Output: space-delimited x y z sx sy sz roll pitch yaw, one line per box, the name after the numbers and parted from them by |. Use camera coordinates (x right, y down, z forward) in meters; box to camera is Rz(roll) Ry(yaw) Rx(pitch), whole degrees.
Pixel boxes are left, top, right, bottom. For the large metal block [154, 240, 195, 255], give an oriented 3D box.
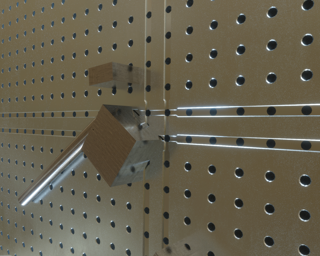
0.020 0.201 0.375 0.080 0.050 0.079 41 115 32 | large metal block

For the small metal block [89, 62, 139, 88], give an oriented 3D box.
-0.066 -0.074 0.445 0.050 0.050 0.025 -4 87 39 | small metal block

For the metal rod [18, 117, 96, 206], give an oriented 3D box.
-0.181 0.066 0.554 0.299 0.025 0.025 -40 66 32 | metal rod

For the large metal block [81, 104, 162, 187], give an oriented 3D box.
-0.056 0.023 0.437 0.080 0.050 0.080 45 116 30 | large metal block
